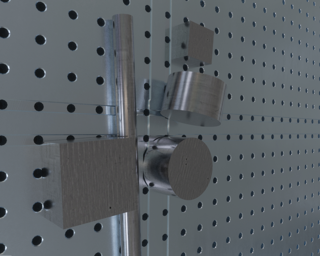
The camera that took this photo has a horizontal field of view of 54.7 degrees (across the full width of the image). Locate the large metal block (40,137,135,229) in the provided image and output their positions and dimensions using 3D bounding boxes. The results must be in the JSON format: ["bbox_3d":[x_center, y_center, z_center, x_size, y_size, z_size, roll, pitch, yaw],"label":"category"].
[{"bbox_3d":[-0.076,0.052,0.330,0.081,0.050,0.079,-4,93,-40],"label":"large metal block"}]

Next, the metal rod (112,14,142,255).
[{"bbox_3d":[-0.040,0.016,0.376,0.025,0.025,0.298,-4,92,-40],"label":"metal rod"}]

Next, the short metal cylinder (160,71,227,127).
[{"bbox_3d":[0.045,-0.036,0.411,0.080,0.080,0.050,20,78,-39],"label":"short metal cylinder"}]

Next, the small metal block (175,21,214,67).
[{"bbox_3d":[0.051,-0.122,0.452,0.050,0.025,0.050,8,85,-40],"label":"small metal block"}]

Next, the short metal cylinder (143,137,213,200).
[{"bbox_3d":[0.025,0.052,0.414,0.081,0.050,0.079,0,90,-40],"label":"short metal cylinder"}]
